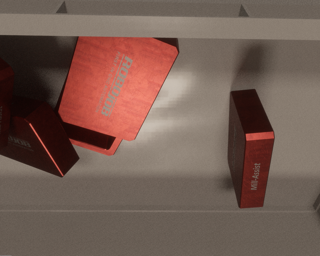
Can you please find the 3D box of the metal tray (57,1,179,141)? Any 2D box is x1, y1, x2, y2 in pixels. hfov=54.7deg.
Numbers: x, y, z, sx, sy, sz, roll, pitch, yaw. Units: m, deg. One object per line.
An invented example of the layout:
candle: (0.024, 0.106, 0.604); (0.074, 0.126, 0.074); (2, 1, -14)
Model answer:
metal tray: (-0.047, -0.051, 0.322); (0.091, 0.030, 0.129); (18, 128, -15)

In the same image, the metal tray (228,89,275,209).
metal tray: (0.110, 0.028, 0.391); (0.030, 0.090, 0.129); (-5, 130, 4)

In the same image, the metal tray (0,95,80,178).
metal tray: (-0.167, 0.004, 0.367); (0.130, 0.030, 0.090); (12, 137, 29)

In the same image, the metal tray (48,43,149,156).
metal tray: (-0.076, -0.029, 0.380); (0.091, 0.030, 0.129); (21, 127, -17)

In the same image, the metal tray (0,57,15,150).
metal tray: (-0.189, -0.034, 0.298); (0.090, 0.030, 0.129); (40, 137, 4)
